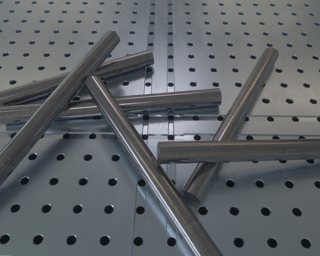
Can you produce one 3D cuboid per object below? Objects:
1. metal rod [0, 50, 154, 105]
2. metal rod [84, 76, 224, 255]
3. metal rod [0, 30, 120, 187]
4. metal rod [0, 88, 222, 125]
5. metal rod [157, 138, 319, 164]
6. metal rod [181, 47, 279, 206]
[{"bbox_3d":[-0.151,-0.066,0.462,0.302,0.025,0.025,-20,53,-16],"label":"metal rod"},{"bbox_3d":[-0.012,0.045,0.351,0.025,0.025,0.300,-26,60,-20],"label":"metal rod"},{"bbox_3d":[-0.141,-0.021,0.395,0.025,0.025,0.301,23,62,18],"label":"metal rod"},{"bbox_3d":[-0.064,-0.031,0.433,0.302,0.025,0.025,-5,50,-5],"label":"metal rod"},{"bbox_3d":[0.147,0.026,0.365,0.302,0.025,0.025,-1,50,-9],"label":"metal rod"},{"bbox_3d":[0.108,-0.022,0.426,0.025,0.025,0.301,24,54,19],"label":"metal rod"}]
